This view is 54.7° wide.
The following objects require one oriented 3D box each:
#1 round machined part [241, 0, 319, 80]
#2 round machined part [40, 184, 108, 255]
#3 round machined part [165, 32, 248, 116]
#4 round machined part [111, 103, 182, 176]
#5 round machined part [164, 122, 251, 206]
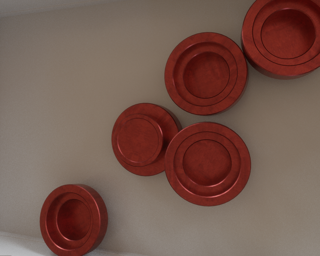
[{"bbox_3d":[0.141,-0.102,0.346,0.098,0.042,0.097,-1,87,10],"label":"round machined part"},{"bbox_3d":[-0.116,0.128,0.438,0.098,0.042,0.097,-3,81,20],"label":"round machined part"},{"bbox_3d":[0.059,-0.063,0.381,0.098,0.042,0.097,0,90,20],"label":"round machined part"},{"bbox_3d":[-0.021,0.015,0.409,0.098,0.042,0.097,0,90,20],"label":"round machined part"},{"bbox_3d":[0.057,0.041,0.375,0.098,0.042,0.097,0,93,8],"label":"round machined part"}]
